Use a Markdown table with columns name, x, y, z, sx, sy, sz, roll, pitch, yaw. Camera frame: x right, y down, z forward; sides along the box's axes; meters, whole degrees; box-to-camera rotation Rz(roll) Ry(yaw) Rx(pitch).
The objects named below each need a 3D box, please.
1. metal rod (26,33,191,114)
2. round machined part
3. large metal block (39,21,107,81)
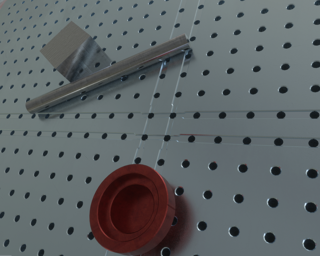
| name | x | y | z | sx | sy | sz | roll | pitch | yaw |
| --- | --- | --- | --- | --- | --- | --- | --- | --- | --- |
| metal rod | -0.094 | -0.084 | 0.509 | 0.301 | 0.025 | 0.025 | -19 | 54 | 16 |
| round machined part | -0.027 | 0.094 | 0.354 | 0.098 | 0.042 | 0.098 | -13 | 56 | 21 |
| large metal block | -0.157 | -0.135 | 0.558 | 0.080 | 0.050 | 0.080 | -45 | 51 | -3 |
